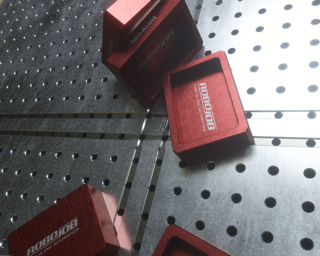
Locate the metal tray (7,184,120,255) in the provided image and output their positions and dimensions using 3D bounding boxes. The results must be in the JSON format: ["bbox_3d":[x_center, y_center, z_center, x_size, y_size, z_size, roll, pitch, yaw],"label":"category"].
[{"bbox_3d":[-0.122,0.141,0.381,0.130,0.030,0.090,-34,52,5],"label":"metal tray"}]

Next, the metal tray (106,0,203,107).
[{"bbox_3d":[-0.003,-0.105,0.430,0.030,0.090,0.130,34,80,38],"label":"metal tray"}]

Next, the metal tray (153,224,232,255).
[{"bbox_3d":[0.045,0.159,0.283,0.130,0.030,0.090,20,72,35],"label":"metal tray"}]

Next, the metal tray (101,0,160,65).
[{"bbox_3d":[-0.042,-0.143,0.445,0.030,0.130,0.090,40,70,2],"label":"metal tray"}]

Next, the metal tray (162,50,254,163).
[{"bbox_3d":[0.056,-0.030,0.393,0.090,0.030,0.130,-19,54,17],"label":"metal tray"}]
